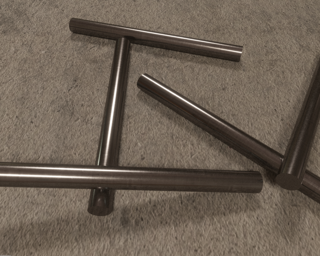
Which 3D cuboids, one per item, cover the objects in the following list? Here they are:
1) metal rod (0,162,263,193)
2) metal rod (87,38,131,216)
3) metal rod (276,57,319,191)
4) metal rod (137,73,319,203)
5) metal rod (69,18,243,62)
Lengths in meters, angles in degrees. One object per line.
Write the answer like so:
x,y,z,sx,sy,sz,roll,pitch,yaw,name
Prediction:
-0.037,0.053,0.329,0.302,0.025,0.025,3,50,-9,metal rod
-0.063,-0.027,0.424,0.025,0.025,0.300,1,50,0,metal rod
0.206,-0.034,0.415,0.025,0.025,0.301,24,48,18,metal rod
0.087,0.007,0.398,0.300,0.025,0.025,34,58,25,metal rod
-0.012,-0.153,0.531,0.301,0.025,0.025,12,51,10,metal rod
